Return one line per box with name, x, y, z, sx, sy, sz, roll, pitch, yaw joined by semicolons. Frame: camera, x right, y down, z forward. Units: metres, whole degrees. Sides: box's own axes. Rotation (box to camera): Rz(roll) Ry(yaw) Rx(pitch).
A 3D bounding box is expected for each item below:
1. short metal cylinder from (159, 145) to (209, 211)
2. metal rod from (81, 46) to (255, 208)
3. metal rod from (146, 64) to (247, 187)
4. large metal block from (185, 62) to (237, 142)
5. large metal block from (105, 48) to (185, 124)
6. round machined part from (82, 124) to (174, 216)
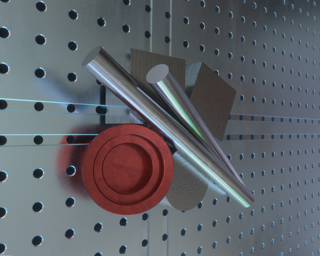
short metal cylinder;0.019;0.062;0.403;0.081;0.050;0.079;0;90;-40
metal rod;0.031;0.019;0.364;0.300;0.025;0.025;42;65;-33
metal rod;0.067;0.026;0.412;0.300;0.025;0.025;49;60;-45
large metal block;0.054;-0.033;0.432;0.080;0.050;0.080;31;71;-36
large metal block;-0.017;-0.044;0.370;0.081;0.050;0.079;1;90;-40
round machined part;-0.037;0.045;0.348;0.099;0.042;0.097;1;87;-17
